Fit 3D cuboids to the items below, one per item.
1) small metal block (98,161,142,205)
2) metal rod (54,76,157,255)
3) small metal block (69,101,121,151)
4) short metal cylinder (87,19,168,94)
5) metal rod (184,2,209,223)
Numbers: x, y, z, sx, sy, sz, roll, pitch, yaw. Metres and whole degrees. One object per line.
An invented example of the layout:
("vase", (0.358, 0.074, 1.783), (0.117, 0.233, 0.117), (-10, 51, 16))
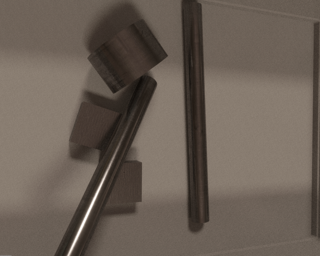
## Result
("small metal block", (-0.051, 0.068, 0.393), (0.050, 0.025, 0.050), (0, 90, -21))
("metal rod", (-0.061, 0.058, 0.326), (0.025, 0.025, 0.300), (33, 55, -17))
("small metal block", (-0.079, 0.000, 0.382), (0.050, 0.025, 0.050), (18, 84, -20))
("short metal cylinder", (-0.038, -0.084, 0.368), (0.080, 0.080, 0.050), (-39, 103, -16))
("metal rod", (0.051, -0.020, 0.430), (0.025, 0.025, 0.298), (-3, 91, -20))
